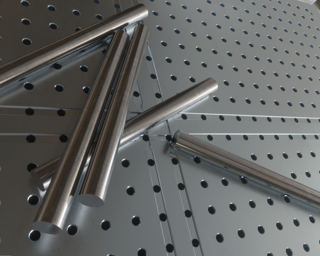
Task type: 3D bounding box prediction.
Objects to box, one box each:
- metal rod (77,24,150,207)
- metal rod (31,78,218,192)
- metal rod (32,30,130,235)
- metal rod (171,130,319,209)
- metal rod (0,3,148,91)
[{"bbox_3d":[-0.046,-0.042,0.386,0.025,0.025,0.300,23,46,-15],"label":"metal rod"},{"bbox_3d":[-0.020,-0.008,0.403,0.302,0.025,0.025,-31,79,-38],"label":"metal rod"},{"bbox_3d":[-0.076,-0.026,0.360,0.025,0.025,0.300,23,46,-15],"label":"metal rod"},{"bbox_3d":[0.155,0.072,0.449,0.302,0.025,0.025,23,53,-14],"label":"metal rod"},{"bbox_3d":[-0.116,-0.113,0.415,0.025,0.025,0.302,45,51,3],"label":"metal rod"}]
